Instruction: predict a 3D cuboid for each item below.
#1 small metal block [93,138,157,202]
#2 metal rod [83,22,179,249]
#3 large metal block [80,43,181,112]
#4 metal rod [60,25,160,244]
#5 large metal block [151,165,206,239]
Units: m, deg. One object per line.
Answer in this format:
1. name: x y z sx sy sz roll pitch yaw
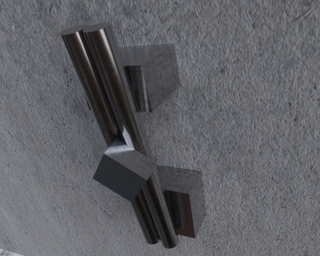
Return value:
1. small metal block: -0.038 0.046 0.331 0.050 0.025 0.050 32 134 0
2. metal rod: -0.020 0.034 0.346 0.025 0.025 0.298 3 127 27
3. large metal block: -0.032 -0.059 0.353 0.080 0.080 0.050 3 120 26
4. metal rod: -0.043 0.033 0.357 0.025 0.025 0.298 3 127 27
5. large metal block: 0.017 0.103 0.446 0.080 0.050 0.079 5 121 25
